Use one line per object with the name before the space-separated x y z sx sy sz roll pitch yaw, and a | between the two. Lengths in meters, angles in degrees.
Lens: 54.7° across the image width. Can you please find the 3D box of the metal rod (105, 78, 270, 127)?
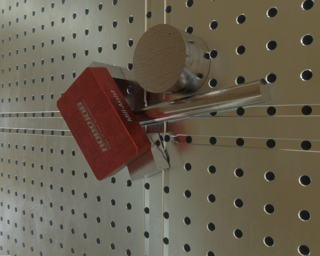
metal rod | -0.007 -0.019 0.413 0.300 0.025 0.025 -10 84 39

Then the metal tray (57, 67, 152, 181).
metal tray | -0.079 -0.006 0.418 0.090 0.030 0.130 -37 79 34

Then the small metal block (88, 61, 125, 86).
small metal block | -0.090 -0.071 0.464 0.050 0.050 0.025 -39 67 33

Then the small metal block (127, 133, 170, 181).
small metal block | -0.021 0.040 0.423 0.050 0.025 0.050 -29 72 36

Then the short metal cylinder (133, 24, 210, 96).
short metal cylinder | 0.013 -0.081 0.379 0.080 0.050 0.079 0 90 39
